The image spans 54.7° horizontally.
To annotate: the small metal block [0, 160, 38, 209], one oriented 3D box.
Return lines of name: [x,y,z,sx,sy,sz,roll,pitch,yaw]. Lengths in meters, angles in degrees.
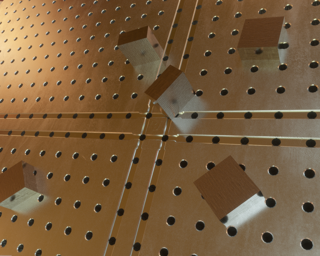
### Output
small metal block: [-0.217,0.086,0.467,0.050,0.025,0.050,-32,52,7]

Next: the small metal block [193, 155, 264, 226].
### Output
small metal block: [0.072,0.066,0.329,0.050,0.025,0.050,-37,51,3]

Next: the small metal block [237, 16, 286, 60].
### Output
small metal block: [0.135,-0.118,0.409,0.050,0.025,0.050,7,65,30]

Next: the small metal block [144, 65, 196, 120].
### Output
small metal block: [0.015,-0.047,0.412,0.050,0.050,0.025,-48,52,-6]

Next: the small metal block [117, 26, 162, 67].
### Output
small metal block: [-0.031,-0.127,0.485,0.050,0.050,0.025,-9,58,23]
